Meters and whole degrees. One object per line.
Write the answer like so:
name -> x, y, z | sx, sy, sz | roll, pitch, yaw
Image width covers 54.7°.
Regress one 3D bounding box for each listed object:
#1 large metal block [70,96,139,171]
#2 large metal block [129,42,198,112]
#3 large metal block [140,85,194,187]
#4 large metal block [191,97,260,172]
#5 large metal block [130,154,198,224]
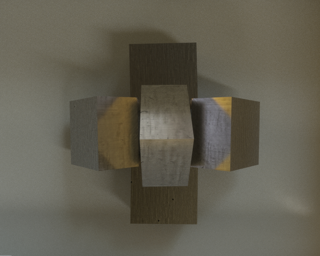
large metal block -> -0.069, 0.005, 0.374 | 0.050, 0.080, 0.080 | -2, 91, -36
large metal block -> 0.004, -0.062, 0.395 | 0.081, 0.050, 0.080 | -1, 90, 0
large metal block -> 0.005, 0.009, 0.343 | 0.050, 0.080, 0.080 | -1, 46, -1
large metal block -> 0.081, 0.006, 0.376 | 0.050, 0.081, 0.080 | 2, 91, 39
large metal block -> 0.005, 0.076, 0.398 | 0.081, 0.050, 0.080 | 1, 90, 0
